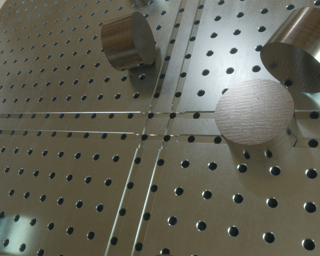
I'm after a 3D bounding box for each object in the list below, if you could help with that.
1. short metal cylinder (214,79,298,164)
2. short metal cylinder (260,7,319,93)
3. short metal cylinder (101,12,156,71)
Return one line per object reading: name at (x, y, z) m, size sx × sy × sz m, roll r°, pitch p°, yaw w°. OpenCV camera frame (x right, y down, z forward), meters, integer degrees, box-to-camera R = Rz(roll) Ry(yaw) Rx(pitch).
short metal cylinder at (0.106, -0.007, 0.341) m, size 0.080 × 0.050 × 0.080 m, roll -13°, pitch 56°, yaw 21°
short metal cylinder at (0.160, -0.083, 0.340) m, size 0.080 × 0.080 × 0.050 m, roll 33°, pitch 80°, yaw 38°
short metal cylinder at (-0.047, -0.132, 0.479) m, size 0.050 × 0.080 × 0.080 m, roll -9°, pitch 58°, yaw 23°
